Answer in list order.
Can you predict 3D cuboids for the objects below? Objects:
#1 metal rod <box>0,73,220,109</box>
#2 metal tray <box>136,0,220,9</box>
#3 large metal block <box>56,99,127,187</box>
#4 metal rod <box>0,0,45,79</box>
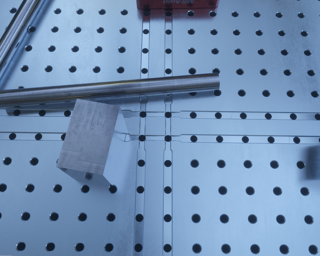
[{"bbox_3d":[-0.069,-0.052,0.429,0.302,0.025,0.025,-5,70,-3],"label":"metal rod"},{"bbox_3d":[0.027,-0.238,0.496,0.131,0.030,0.090,-1,70,-1],"label":"metal tray"},{"bbox_3d":[-0.077,0.021,0.374,0.050,0.080,0.080,10,70,3],"label":"large metal block"},{"bbox_3d":[-0.229,-0.100,0.445,0.025,0.025,0.299,17,71,6],"label":"metal rod"}]
